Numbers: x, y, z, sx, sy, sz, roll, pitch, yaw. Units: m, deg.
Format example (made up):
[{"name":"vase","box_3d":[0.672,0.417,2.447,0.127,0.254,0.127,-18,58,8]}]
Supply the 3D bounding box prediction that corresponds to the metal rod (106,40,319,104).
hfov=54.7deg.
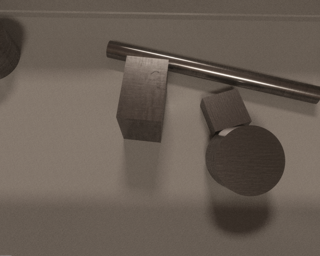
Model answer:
[{"name":"metal rod","box_3d":[0.072,-0.080,0.439,0.302,0.025,0.025,13,71,4]}]

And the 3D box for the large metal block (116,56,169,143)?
[{"name":"large metal block","box_3d":[-0.019,-0.033,0.392,0.050,0.080,0.080,6,70,2]}]

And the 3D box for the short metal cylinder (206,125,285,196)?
[{"name":"short metal cylinder","box_3d":[0.100,0.037,0.372,0.081,0.050,0.080,0,88,-5]}]

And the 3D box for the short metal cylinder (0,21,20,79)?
[{"name":"short metal cylinder","box_3d":[-0.248,-0.112,0.434,0.081,0.050,0.080,0,70,0]}]

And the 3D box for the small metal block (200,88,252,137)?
[{"name":"small metal block","box_3d":[0.088,-0.020,0.418,0.050,0.025,0.050,-16,71,-6]}]
